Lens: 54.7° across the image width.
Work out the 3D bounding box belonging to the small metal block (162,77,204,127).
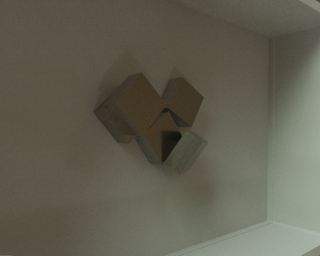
[{"bbox_3d":[0.029,-0.035,0.433,0.050,0.025,0.050,37,67,-34],"label":"small metal block"}]

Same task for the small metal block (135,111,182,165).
[{"bbox_3d":[-0.001,0.013,0.408,0.050,0.025,0.050,-44,117,-31],"label":"small metal block"}]

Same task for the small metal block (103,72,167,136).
[{"bbox_3d":[-0.027,-0.026,0.353,0.050,0.025,0.050,51,60,-28],"label":"small metal block"}]

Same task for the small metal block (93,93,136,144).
[{"bbox_3d":[-0.043,-0.017,0.373,0.050,0.025,0.050,-50,120,-29],"label":"small metal block"}]

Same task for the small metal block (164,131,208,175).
[{"bbox_3d":[0.036,0.032,0.412,0.050,0.025,0.050,-55,164,7],"label":"small metal block"}]
